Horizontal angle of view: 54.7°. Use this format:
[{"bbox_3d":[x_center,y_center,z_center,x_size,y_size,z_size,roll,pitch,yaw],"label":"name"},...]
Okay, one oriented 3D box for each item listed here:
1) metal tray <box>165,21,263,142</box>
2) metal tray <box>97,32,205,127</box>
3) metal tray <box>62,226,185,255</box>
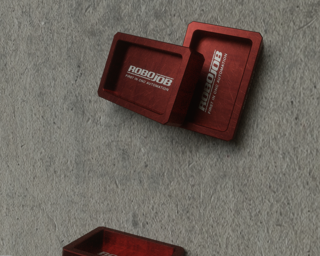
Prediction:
[{"bbox_3d":[0.065,-0.057,0.383,0.090,0.030,0.129,17,96,19],"label":"metal tray"},{"bbox_3d":[-0.017,-0.064,0.389,0.130,0.030,0.089,24,100,37],"label":"metal tray"},{"bbox_3d":[-0.044,0.165,0.389,0.130,0.090,0.030,7,93,19],"label":"metal tray"}]
